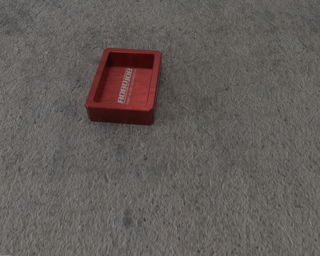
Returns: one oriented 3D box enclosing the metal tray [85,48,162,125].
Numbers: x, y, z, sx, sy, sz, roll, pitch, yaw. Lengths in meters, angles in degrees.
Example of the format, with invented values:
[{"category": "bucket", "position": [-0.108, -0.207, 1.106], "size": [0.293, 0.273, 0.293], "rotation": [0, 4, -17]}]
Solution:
[{"category": "metal tray", "position": [-0.048, -0.065, 0.454], "size": [0.090, 0.030, 0.130], "rotation": [4, 50, 3]}]
